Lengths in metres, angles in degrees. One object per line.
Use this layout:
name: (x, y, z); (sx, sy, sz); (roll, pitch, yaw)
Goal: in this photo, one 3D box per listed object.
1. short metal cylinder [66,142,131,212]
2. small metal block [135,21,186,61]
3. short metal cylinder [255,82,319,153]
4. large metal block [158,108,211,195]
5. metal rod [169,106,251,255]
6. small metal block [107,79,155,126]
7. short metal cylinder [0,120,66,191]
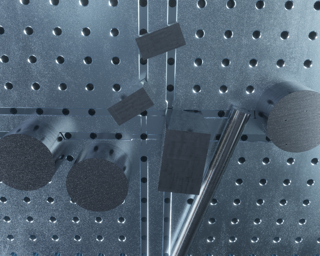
short metal cylinder: (-0.081, 0.066, 0.424); (0.081, 0.050, 0.079); (0, 110, 0)
small metal block: (0.001, -0.103, 0.362); (0.050, 0.050, 0.025); (-19, 109, 7)
short metal cylinder: (0.169, -0.015, 0.396); (0.081, 0.050, 0.079); (0, 110, 0)
large metal block: (0.027, 0.027, 0.394); (0.050, 0.080, 0.079); (7, 110, -3)
metal rod: (0.061, 0.110, 0.454); (0.025, 0.025, 0.298); (17, 109, -6)
small metal block: (-0.034, -0.033, 0.387); (0.050, 0.050, 0.025); (-30, 107, 10)
short metal cylinder: (-0.172, 0.036, 0.412); (0.081, 0.050, 0.079); (0, 110, 0)
